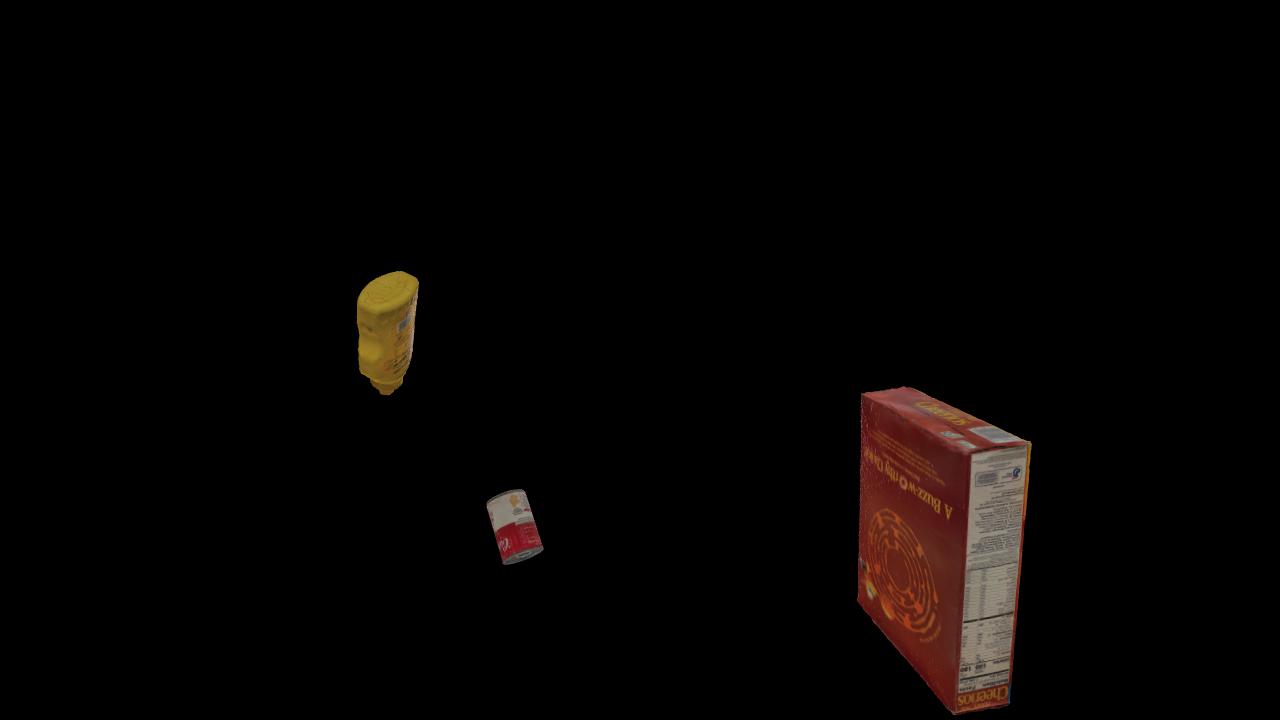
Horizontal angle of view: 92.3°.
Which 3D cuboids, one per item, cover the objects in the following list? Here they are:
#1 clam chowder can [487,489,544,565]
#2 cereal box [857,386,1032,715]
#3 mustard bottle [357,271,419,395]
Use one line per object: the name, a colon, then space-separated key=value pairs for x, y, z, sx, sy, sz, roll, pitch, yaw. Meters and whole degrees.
clam chowder can: x=-0.203 y=0.269 z=0.996 sx=0.068 sy=0.102 sz=0.068 roll=-19 pitch=-23 yaw=-9
cereal box: x=0.334 y=0.205 z=0.709 sx=0.081 sy=0.306 sz=0.203 roll=-7 pitch=14 yaw=-8
mustard bottle: x=-0.330 y=-0.021 z=0.806 sx=0.054 sy=0.184 sz=0.092 roll=20 pitch=40 yaw=-2
